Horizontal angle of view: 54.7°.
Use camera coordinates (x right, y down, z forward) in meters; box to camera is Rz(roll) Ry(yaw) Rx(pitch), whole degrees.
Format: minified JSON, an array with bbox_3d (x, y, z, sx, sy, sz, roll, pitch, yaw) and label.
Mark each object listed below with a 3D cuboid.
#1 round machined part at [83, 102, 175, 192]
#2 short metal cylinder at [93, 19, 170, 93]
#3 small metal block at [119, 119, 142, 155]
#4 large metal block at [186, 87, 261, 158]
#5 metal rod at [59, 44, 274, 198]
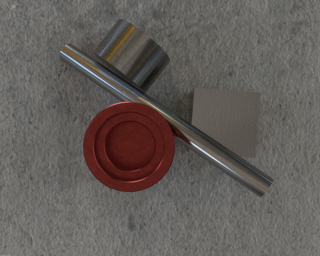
[{"bbox_3d":[-0.033,0.020,0.353,0.099,0.042,0.097,0,91,-1],"label":"round machined part"},{"bbox_3d":[-0.035,-0.087,0.383,0.080,0.080,0.050,37,90,-1],"label":"short metal cylinder"},{"bbox_3d":[-0.037,0.008,0.399,0.025,0.050,0.050,-2,90,0],"label":"small metal block"},{"bbox_3d":[0.079,-0.007,0.400,0.081,0.050,0.079,4,90,-1],"label":"large metal block"},{"bbox_3d":[-0.003,-0.017,0.374,0.300,0.025,0.025,35,90,14],"label":"metal rod"}]
